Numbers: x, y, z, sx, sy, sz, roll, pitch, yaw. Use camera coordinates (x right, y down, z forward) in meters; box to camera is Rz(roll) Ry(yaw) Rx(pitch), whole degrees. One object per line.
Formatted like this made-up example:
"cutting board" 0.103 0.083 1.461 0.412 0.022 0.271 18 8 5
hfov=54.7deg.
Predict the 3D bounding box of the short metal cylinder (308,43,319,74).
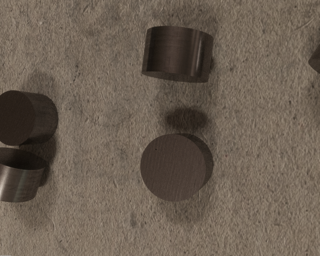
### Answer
"short metal cylinder" 0.201 -0.071 0.309 0.080 0.080 0.050 33 101 16

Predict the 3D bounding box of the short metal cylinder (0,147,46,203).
"short metal cylinder" -0.216 0.067 0.454 0.080 0.080 0.050 23 98 18

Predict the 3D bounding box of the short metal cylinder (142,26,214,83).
"short metal cylinder" 0.021 -0.085 0.372 0.080 0.080 0.050 8 93 19

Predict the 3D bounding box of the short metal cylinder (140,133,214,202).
"short metal cylinder" 0.022 0.047 0.387 0.080 0.050 0.079 0 90 19

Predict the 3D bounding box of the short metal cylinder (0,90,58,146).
"short metal cylinder" -0.203 -0.014 0.465 0.080 0.050 0.079 0 90 19
